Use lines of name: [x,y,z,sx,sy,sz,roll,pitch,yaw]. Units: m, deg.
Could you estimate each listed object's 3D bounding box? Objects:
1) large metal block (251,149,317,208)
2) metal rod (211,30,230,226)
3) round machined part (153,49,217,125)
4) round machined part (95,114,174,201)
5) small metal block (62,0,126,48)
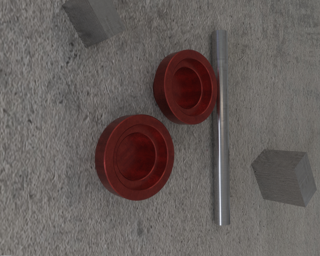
large metal block: [0.222,0.088,0.556,0.050,0.080,0.080,-37,113,-34]
metal rod: [0.095,0.000,0.484,0.025,0.025,0.298,-2,91,-40]
round machined part: [0.030,-0.053,0.418,0.099,0.042,0.097,0,90,-40]
round machined part: [-0.033,0.033,0.366,0.099,0.042,0.097,0,90,-40]
small metal block: [-0.071,-0.118,0.329,0.025,0.050,0.050,-41,115,-32]
